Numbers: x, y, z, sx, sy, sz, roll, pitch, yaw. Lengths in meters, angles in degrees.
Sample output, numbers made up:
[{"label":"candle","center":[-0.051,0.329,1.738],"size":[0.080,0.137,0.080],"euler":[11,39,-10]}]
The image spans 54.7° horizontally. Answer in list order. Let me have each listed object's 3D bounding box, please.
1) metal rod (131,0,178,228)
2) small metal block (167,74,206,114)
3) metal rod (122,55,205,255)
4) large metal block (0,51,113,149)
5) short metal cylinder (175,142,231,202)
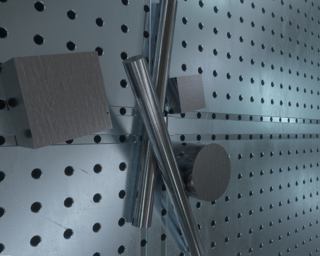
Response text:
[{"label":"metal rod","center":[-0.006,-0.024,0.405],"size":[0.025,0.025,0.298],"euler":[12,83,-40]},{"label":"small metal block","center":[0.037,-0.049,0.442],"size":[0.050,0.025,0.050],"euler":[-15,100,-39]},{"label":"metal rod","center":[0.013,0.055,0.393],"size":[0.025,0.025,0.298],"euler":[-37,122,-34]},{"label":"large metal block","center":[-0.102,-0.029,0.309],"size":[0.081,0.050,0.079],"euler":[-17,101,-39]},{"label":"short metal cylinder","center":[0.056,0.060,0.443],"size":[0.081,0.050,0.079],"euler":[0,90,-40]}]
